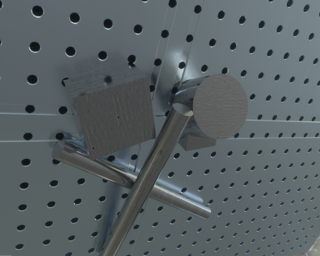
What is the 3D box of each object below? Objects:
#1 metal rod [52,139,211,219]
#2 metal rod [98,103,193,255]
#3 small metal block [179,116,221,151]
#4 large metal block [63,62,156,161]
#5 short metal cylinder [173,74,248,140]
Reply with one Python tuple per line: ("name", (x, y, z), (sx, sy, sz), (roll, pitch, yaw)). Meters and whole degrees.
("metal rod", (-0.020, 0.087, 0.456), (0.301, 0.025, 0.025), (32, 100, -39))
("metal rod", (-0.031, 0.095, 0.422), (0.025, 0.025, 0.298), (6, 126, -32))
("small metal block", (0.056, 0.002, 0.445), (0.050, 0.025, 0.050), (-9, 122, -24))
("large metal block", (-0.055, -0.021, 0.353), (0.081, 0.050, 0.079), (-19, 126, -18))
("short metal cylinder", (0.064, -0.027, 0.396), (0.081, 0.050, 0.079), (-1, 93, -25))
